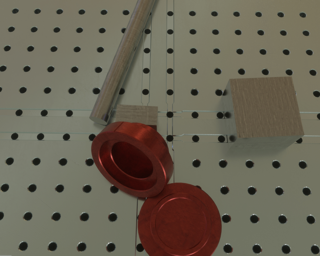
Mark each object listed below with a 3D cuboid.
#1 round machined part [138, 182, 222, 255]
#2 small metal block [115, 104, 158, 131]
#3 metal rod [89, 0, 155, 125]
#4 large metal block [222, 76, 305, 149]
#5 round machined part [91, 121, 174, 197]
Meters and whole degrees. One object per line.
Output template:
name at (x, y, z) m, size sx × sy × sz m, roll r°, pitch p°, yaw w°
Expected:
round machined part at (0.023, 0.112, 0.362) m, size 0.099 × 0.042 × 0.098 m, roll 0°, pitch 70°, yaw 0°
small metal block at (-0.028, -0.008, 0.401) m, size 0.050 × 0.050 × 0.025 m, roll 3°, pitch 70°, yaw 1°
metal rod at (-0.039, -0.144, 0.463) m, size 0.025 × 0.025 × 0.299 m, roll 16°, pitch 71°, yaw 6°
large metal block at (0.131, -0.019, 0.406) m, size 0.081 × 0.050 × 0.080 m, roll -2°, pitch 70°, yaw -1°
round machined part at (-0.029, 0.032, 0.368) m, size 0.098 × 0.097 × 0.042 m, roll 28°, pitch 44°, yaw 9°
